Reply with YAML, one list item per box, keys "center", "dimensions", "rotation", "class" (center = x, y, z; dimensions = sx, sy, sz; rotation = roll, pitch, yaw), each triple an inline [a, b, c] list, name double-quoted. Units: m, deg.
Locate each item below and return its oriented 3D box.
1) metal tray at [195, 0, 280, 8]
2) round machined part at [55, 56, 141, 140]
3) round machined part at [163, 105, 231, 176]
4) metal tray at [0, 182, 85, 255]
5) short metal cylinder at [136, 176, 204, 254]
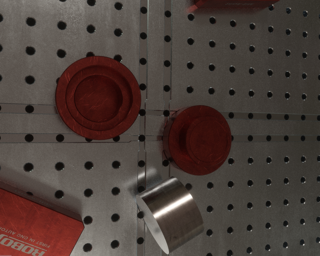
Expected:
- center: [0.112, -0.226, 0.452]
  dimensions: [0.131, 0.030, 0.089]
  rotation: [-8, 93, -20]
  class: "metal tray"
- center: [-0.076, -0.035, 0.376]
  dimensions: [0.099, 0.042, 0.097]
  rotation: [0, 90, -21]
  class: "round machined part"
- center: [0.057, 0.017, 0.426]
  dimensions: [0.099, 0.042, 0.097]
  rotation: [0, 90, -21]
  class: "round machined part"
- center: [-0.165, 0.121, 0.349]
  dimensions: [0.131, 0.030, 0.090]
  rotation: [30, 80, -18]
  class: "metal tray"
- center: [0.011, 0.108, 0.389]
  dimensions: [0.050, 0.080, 0.080]
  rotation: [-26, 99, -18]
  class: "short metal cylinder"
